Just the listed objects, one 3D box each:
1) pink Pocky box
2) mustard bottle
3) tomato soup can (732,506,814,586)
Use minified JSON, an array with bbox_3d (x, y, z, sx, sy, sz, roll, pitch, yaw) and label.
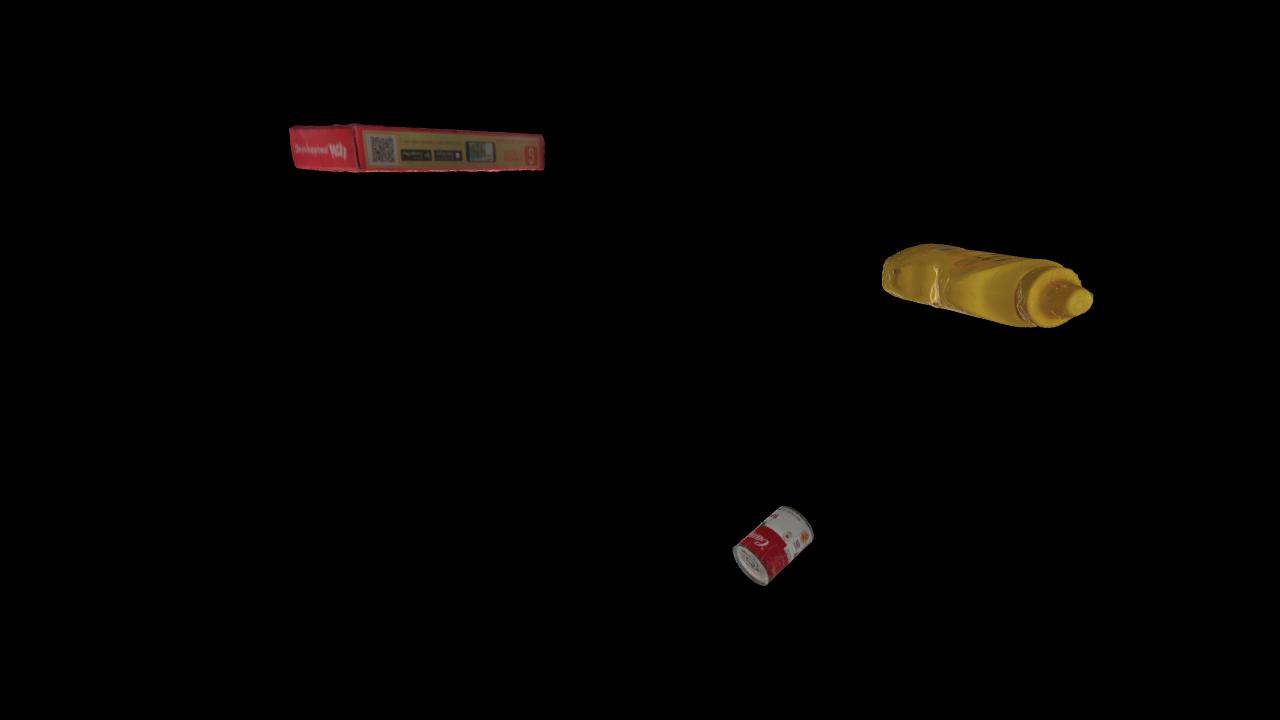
[{"bbox_3d":[-0.152,-0.150,0.440,0.084,0.029,0.155,14,22,35],"label":"pink Pocky box"},{"bbox_3d":[0.276,-0.059,0.485,0.092,0.054,0.184,3,14,-8],"label":"mustard bottle"},{"bbox_3d":[0.192,0.264,0.882,0.101,0.068,0.068,-31,15,-27],"label":"tomato soup can"}]
